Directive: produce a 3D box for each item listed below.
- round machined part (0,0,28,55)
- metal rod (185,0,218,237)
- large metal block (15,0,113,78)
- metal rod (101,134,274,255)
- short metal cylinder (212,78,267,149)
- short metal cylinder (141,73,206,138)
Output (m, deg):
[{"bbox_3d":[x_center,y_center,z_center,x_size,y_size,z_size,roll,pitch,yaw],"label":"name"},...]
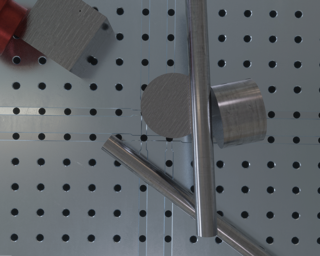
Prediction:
[{"bbox_3d":[-0.199,-0.129,0.381,0.042,0.098,0.098,31,90,-29],"label":"round machined part"},{"bbox_3d":[0.048,-0.025,0.363,0.025,0.025,0.298,-3,90,0],"label":"metal rod"},{"bbox_3d":[-0.120,-0.124,0.400,0.080,0.050,0.080,34,90,0],"label":"large metal block"},{"bbox_3d":[0.050,0.109,0.413,0.301,0.025,0.025,37,90,0],"label":"metal rod"},{"bbox_3d":[0.093,-0.018,0.386,0.050,0.080,0.080,-11,90,0],"label":"short metal cylinder"},{"bbox_3d":[0.017,-0.027,0.401,0.081,0.050,0.080,0,90,0],"label":"short metal cylinder"}]
